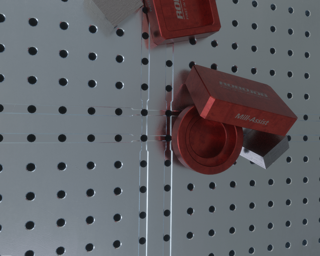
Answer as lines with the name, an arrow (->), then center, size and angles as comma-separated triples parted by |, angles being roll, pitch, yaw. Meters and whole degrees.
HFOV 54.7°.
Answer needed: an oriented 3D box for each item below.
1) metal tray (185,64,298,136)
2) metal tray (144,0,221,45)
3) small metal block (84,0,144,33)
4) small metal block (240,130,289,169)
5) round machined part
metal tray -> 0.107, -0.038, 0.417 | 0.131, 0.090, 0.030 | 11, 124, -20
metal tray -> 0.024, -0.186, 0.418 | 0.091, 0.030, 0.129 | -15, 95, -20
small metal block -> -0.058, -0.158, 0.391 | 0.050, 0.025, 0.050 | -44, 104, -15
small metal block -> 0.149, 0.026, 0.451 | 0.050, 0.050, 0.025 | -37, 126, -16
round machined part -> 0.061, 0.012, 0.426 | 0.099, 0.042, 0.097 | 0, 90, -20
